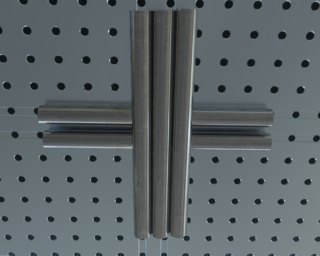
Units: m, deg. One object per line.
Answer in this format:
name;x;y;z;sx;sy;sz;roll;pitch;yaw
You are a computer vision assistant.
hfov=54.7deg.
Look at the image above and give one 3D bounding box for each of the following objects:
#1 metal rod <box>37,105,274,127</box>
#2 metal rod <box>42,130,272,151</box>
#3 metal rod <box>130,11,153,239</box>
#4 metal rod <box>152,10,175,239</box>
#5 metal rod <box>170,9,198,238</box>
metal rod;-0.005;-0.015;0.408;0.302;0.025;0.025;1;110;-1
metal rod;-0.003;0.017;0.420;0.302;0.025;0.025;1;110;-1
metal rod;-0.023;0.011;0.391;0.025;0.025;0.298;0;110;-1
metal rod;0.002;0.011;0.391;0.025;0.025;0.298;0;110;-1
metal rod;0.028;0.009;0.391;0.025;0.025;0.298;0;110;-1
